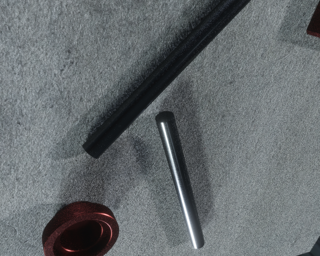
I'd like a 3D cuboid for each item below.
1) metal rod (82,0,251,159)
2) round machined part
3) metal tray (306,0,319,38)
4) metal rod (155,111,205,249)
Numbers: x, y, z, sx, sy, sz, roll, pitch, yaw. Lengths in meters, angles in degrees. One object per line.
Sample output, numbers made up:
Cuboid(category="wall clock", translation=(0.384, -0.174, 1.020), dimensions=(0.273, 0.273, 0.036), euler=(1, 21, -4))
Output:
Cuboid(category="metal rod", translation=(0.019, -0.078, 0.370), dimensions=(0.300, 0.025, 0.025), euler=(-46, 130, 3))
Cuboid(category="round machined part", translation=(-0.110, 0.140, 0.424), dimensions=(0.099, 0.042, 0.097), euler=(-14, 125, -21))
Cuboid(category="metal tray", translation=(0.288, -0.170, 0.459), dimensions=(0.131, 0.030, 0.089), euler=(2, 118, -30))
Cuboid(category="metal rod", translation=(0.039, 0.100, 0.491), dimensions=(0.025, 0.025, 0.298), euler=(-26, 128, -13))
